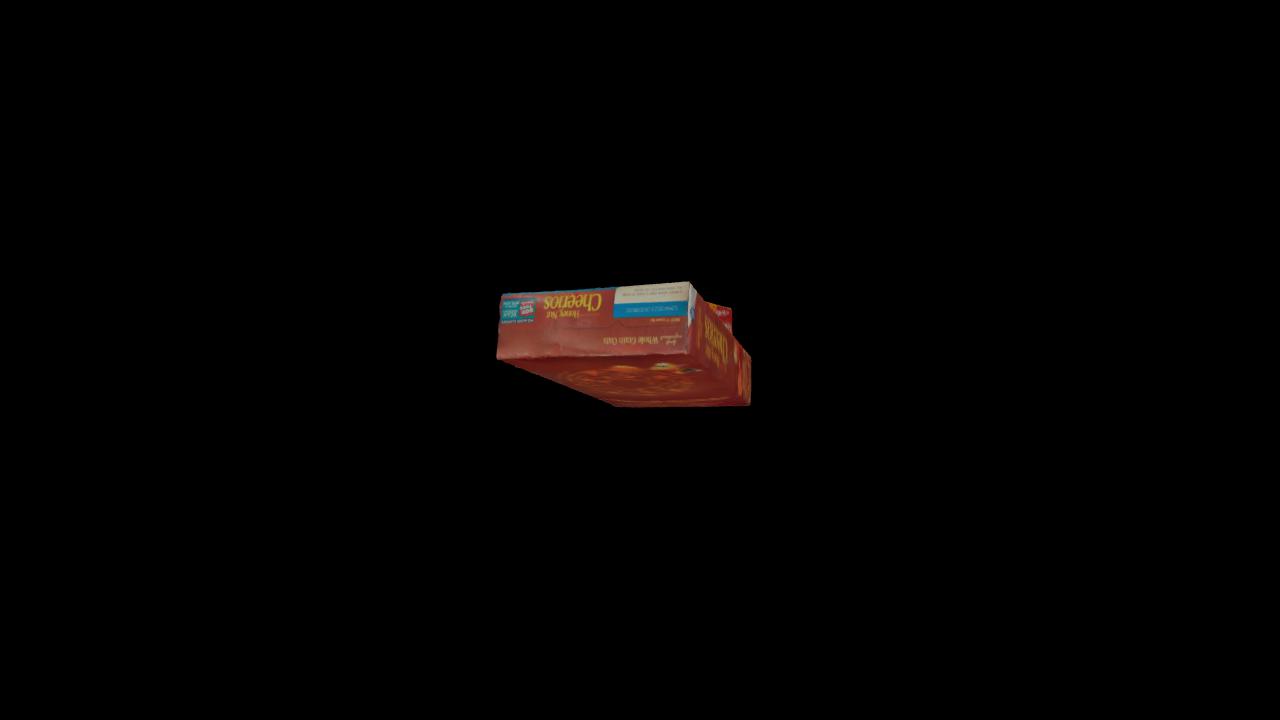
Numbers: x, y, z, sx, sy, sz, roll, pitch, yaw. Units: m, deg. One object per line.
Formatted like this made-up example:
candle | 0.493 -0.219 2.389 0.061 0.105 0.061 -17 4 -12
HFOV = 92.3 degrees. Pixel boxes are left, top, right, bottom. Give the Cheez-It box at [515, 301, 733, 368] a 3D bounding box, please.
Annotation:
Cheez-It box | -0.019 -0.029 0.751 0.223 0.071 0.166 -5 -5 33

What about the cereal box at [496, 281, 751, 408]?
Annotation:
cereal box | 0.003 -0.004 0.714 0.203 0.081 0.306 -2 -14 21
